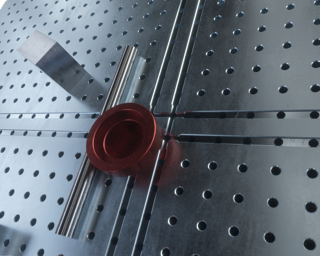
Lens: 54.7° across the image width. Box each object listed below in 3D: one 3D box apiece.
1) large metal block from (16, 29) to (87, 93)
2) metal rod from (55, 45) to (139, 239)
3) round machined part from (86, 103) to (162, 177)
[{"bbox_3d":[-0.189,-0.117,0.545,0.080,0.080,0.050,34,81,38],"label":"large metal block"},{"bbox_3d":[-0.083,0.004,0.449,0.025,0.025,0.300,1,62,29],"label":"metal rod"},{"bbox_3d":[-0.043,0.019,0.407,0.098,0.042,0.098,-11,58,18],"label":"round machined part"}]
